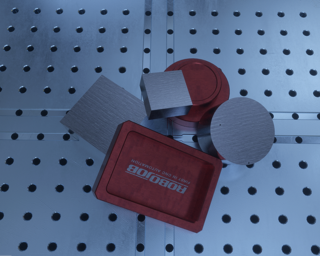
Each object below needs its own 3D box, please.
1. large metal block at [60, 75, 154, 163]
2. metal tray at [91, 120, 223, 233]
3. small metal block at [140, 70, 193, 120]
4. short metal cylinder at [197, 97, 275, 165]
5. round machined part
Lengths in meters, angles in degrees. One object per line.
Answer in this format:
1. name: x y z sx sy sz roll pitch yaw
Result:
1. large metal block: -0.065 -0.008 0.401 0.080 0.050 0.080 34 73 11
2. metal tray: 0.000 0.057 0.358 0.131 0.030 0.090 24 77 -15
3. small metal block: 0.006 -0.041 0.377 0.050 0.025 0.050 -9 67 -15
4. short metal cylinder: 0.092 0.006 0.385 0.081 0.050 0.080 1 84 -11
5. round machined part: 0.046 -0.054 0.422 0.099 0.042 0.098 0 70 0
